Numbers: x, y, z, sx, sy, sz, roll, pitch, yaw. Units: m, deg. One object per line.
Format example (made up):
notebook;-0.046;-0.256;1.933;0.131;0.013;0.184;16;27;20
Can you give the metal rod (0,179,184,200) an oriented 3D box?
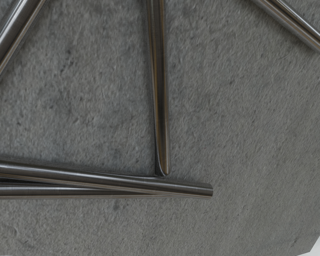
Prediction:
metal rod;-0.060;0.085;0.428;0.302;0.025;0.025;8;115;-32

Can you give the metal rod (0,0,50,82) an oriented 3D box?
metal rod;-0.143;-0.074;0.283;0.025;0.025;0.299;29;102;-38

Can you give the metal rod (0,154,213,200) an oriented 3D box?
metal rod;-0.054;0.069;0.406;0.302;0.025;0.025;13;112;-29

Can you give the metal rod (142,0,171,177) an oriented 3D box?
metal rod;-0.003;-0.063;0.367;0.025;0.025;0.298;-16;125;-20

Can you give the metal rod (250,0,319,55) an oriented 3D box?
metal rod;0.131;-0.159;0.381;0.302;0.025;0.025;17;109;-36
